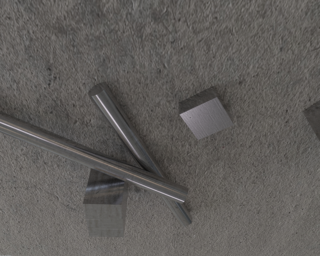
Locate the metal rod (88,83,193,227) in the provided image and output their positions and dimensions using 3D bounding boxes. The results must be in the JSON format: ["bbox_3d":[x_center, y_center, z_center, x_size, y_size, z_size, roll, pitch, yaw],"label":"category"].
[{"bbox_3d":[-0.014,0.058,0.456,0.025,0.025,0.299,-19,128,15],"label":"metal rod"}]

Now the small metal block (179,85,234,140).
[{"bbox_3d":[0.058,-0.018,0.392,0.050,0.025,0.050,-25,126,19],"label":"small metal block"}]

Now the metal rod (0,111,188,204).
[{"bbox_3d":[-0.100,0.038,0.417,0.302,0.025,0.025,24,126,-12],"label":"metal rod"}]

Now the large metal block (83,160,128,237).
[{"bbox_3d":[-0.077,0.104,0.459,0.050,0.080,0.079,2,130,-2],"label":"large metal block"}]

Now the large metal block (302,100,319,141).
[{"bbox_3d":[0.234,0.011,0.383,0.080,0.080,0.050,35,122,-26],"label":"large metal block"}]
